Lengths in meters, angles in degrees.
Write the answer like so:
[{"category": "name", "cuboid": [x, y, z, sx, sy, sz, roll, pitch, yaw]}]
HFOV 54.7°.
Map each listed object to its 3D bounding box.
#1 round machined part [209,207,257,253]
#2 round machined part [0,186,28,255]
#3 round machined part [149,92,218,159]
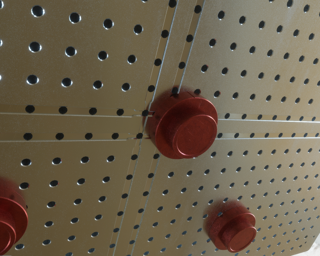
[{"category": "round machined part", "cuboid": [0.151, 0.207, 0.614, 0.099, 0.042, 0.097, -14, 125, -21]}, {"category": "round machined part", "cuboid": [-0.207, 0.118, 0.361, 0.099, 0.042, 0.097, -14, 125, -21]}, {"category": "round machined part", "cuboid": [0.039, 0.003, 0.425, 0.099, 0.042, 0.097, -14, 125, -21]}]
